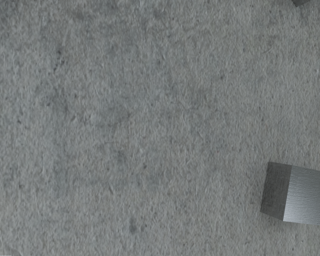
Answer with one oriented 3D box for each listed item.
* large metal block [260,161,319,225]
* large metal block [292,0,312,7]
[{"bbox_3d":[0.209,0.100,0.475,0.081,0.050,0.080,12,86,-20],"label":"large metal block"},{"bbox_3d":[0.232,-0.254,0.483,0.080,0.050,0.080,47,75,-15],"label":"large metal block"}]
